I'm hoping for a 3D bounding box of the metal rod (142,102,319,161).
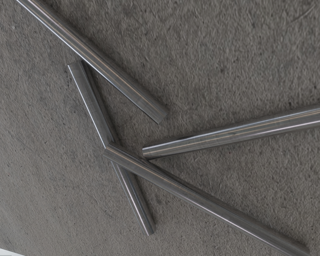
[{"bbox_3d":[0.104,0.002,0.353,0.300,0.025,0.025,-15,111,34],"label":"metal rod"}]

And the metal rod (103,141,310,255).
[{"bbox_3d":[0.059,0.099,0.423,0.301,0.025,0.025,28,128,4],"label":"metal rod"}]

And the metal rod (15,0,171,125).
[{"bbox_3d":[-0.108,-0.112,0.394,0.300,0.025,0.025,41,129,-1],"label":"metal rod"}]

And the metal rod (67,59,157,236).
[{"bbox_3d":[-0.065,0.042,0.467,0.025,0.025,0.298,-6,116,31],"label":"metal rod"}]
